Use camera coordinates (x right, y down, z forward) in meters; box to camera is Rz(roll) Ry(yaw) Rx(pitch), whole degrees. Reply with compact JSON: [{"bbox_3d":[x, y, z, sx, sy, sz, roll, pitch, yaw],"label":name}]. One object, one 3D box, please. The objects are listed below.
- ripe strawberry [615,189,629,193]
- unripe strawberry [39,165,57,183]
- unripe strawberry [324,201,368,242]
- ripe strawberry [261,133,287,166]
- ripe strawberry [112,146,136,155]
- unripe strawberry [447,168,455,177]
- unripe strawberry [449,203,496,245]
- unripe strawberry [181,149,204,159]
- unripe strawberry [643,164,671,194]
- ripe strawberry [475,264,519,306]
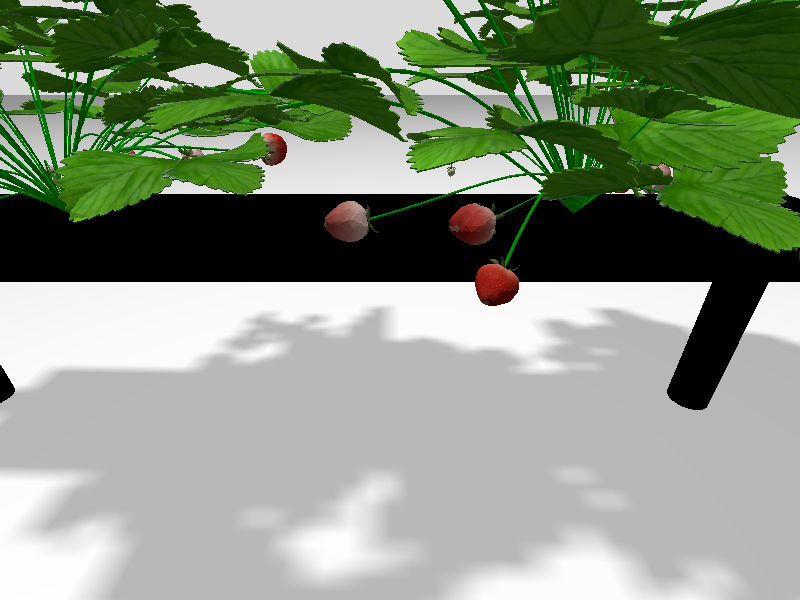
[{"bbox_3d":[0.224,-0.123,0.410,0.029,0.025,0.029,-25,37,-38],"label":"ripe strawberry"},{"bbox_3d":[-0.390,-0.139,0.445,0.018,0.021,0.020,-23,30,-36],"label":"unripe strawberry"},{"bbox_3d":[-0.039,-0.055,0.287,0.030,0.030,0.028,-11,31,-17],"label":"unripe strawberry"},{"bbox_3d":[-0.170,-0.205,0.543,0.037,0.042,0.040,15,32,25],"label":"ripe strawberry"},{"bbox_3d":[-0.359,-0.184,0.523,0.029,0.030,0.031,-9,-2,-16],"label":"ripe strawberry"},{"bbox_3d":[0.058,-0.145,0.453,0.009,0.010,0.010,-22,36,-34],"label":"unripe strawberry"},{"bbox_3d":[0.049,-0.052,0.278,0.029,0.029,0.032,-21,35,-32],"label":"unripe strawberry"},{"bbox_3d":[-0.271,-0.188,0.529,0.029,0.026,0.026,3,9,6],"label":"unripe strawberry"},{"bbox_3d":[0.262,-0.123,0.407,0.028,0.030,0.026,-16,33,-28],"label":"unripe strawberry"},{"bbox_3d":[0.049,-0.007,0.206,0.023,0.023,0.019,17,-31,28],"label":"ripe strawberry"}]
